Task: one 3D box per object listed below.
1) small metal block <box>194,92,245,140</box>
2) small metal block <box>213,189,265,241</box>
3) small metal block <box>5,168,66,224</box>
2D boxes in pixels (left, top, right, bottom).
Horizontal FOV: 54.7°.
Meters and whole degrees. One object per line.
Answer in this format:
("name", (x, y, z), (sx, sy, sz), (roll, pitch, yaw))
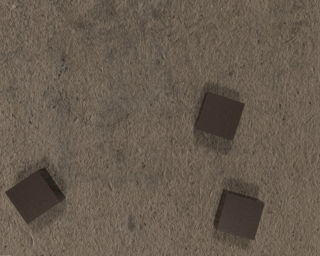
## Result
("small metal block", (0.078, -0.016, 0.411), (0.050, 0.025, 0.050), (18, 90, -1))
("small metal block", (0.104, 0.114, 0.412), (0.050, 0.025, 0.050), (16, 90, -1))
("small metal block", (-0.163, 0.088, 0.408), (0.050, 0.025, 0.050), (-34, 90, 0))
